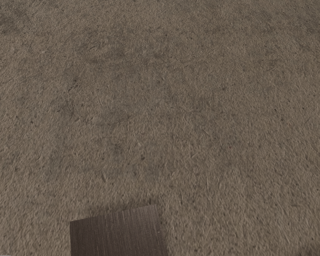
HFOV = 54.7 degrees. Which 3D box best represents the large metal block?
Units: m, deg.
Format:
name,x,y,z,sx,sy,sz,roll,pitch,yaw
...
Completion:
name,x,y,z,sx,sy,sz,roll,pitch,yaw
large metal block,-0.034,0.124,0.282,0.081,0.050,0.080,-9,51,-8
